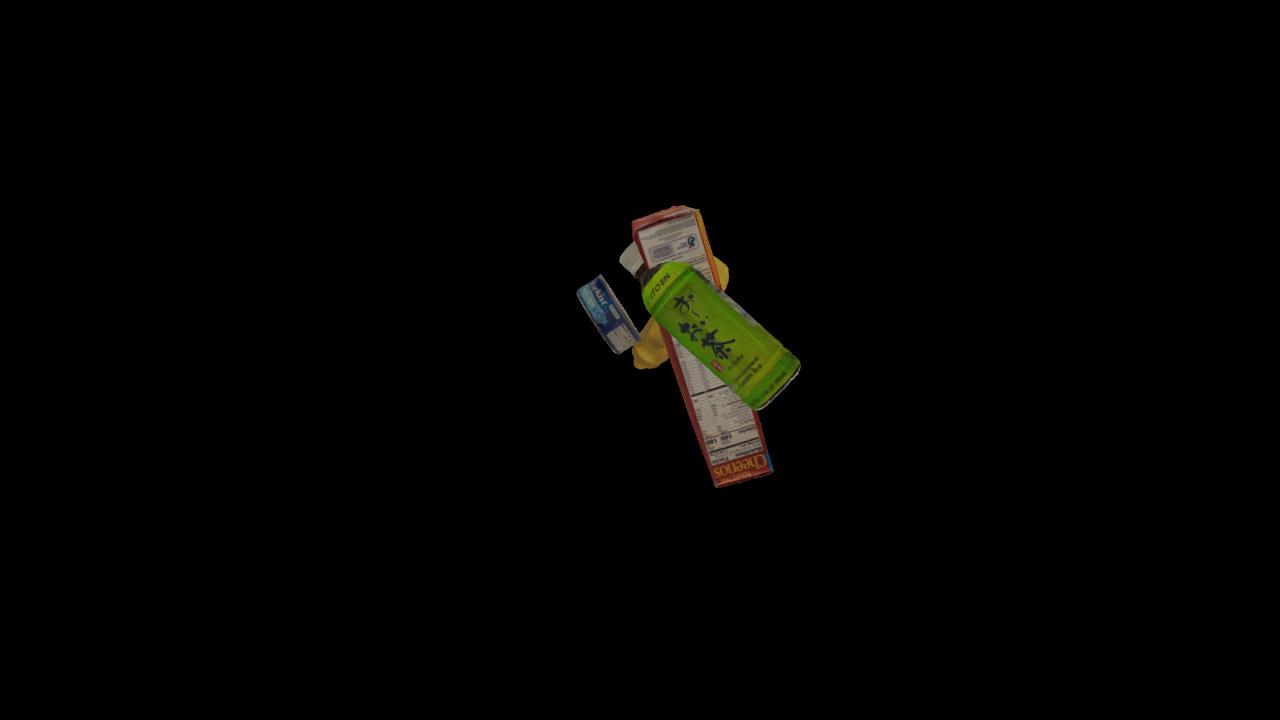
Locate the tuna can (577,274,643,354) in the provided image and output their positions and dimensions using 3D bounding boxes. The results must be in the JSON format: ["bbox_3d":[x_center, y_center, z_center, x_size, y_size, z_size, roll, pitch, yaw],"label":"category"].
[{"bbox_3d":[-0.033,-0.048,0.657,0.034,0.084,0.084,-32,-1,2],"label":"tuna can"}]

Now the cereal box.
[{"bbox_3d":[0.070,-0.028,0.742,0.081,0.306,0.203,-18,14,4],"label":"cereal box"}]

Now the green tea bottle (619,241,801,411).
[{"bbox_3d":[0.065,-0.043,0.630,0.212,0.073,0.073,44,6,6],"label":"green tea bottle"}]

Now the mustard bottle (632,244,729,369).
[{"bbox_3d":[0.036,-0.044,0.753,0.054,0.092,0.184,34,-44,-3],"label":"mustard bottle"}]
